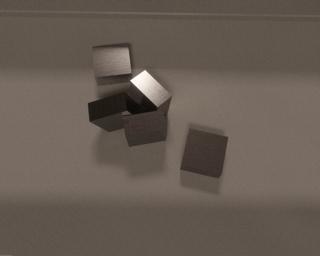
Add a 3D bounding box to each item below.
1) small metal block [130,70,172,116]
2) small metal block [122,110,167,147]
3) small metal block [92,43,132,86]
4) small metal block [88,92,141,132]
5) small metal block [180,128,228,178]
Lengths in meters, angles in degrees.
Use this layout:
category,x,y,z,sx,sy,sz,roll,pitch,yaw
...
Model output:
category,x,y,z,sx,sy,sz,roll,pitch,yaw
small metal block,-0.013,-0.039,0.409,0.025,0.050,0.050,-40,75,-21
small metal block,-0.019,0.002,0.396,0.050,0.050,0.025,-10,71,-4
small metal block,-0.067,-0.091,0.442,0.050,0.025,0.050,-7,70,-3
small metal block,-0.056,-0.019,0.395,0.050,0.050,0.025,-15,70,15
small metal block,0.057,0.033,0.398,0.050,0.025,0.050,13,70,4
